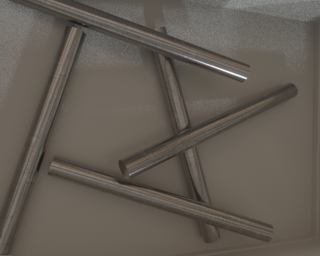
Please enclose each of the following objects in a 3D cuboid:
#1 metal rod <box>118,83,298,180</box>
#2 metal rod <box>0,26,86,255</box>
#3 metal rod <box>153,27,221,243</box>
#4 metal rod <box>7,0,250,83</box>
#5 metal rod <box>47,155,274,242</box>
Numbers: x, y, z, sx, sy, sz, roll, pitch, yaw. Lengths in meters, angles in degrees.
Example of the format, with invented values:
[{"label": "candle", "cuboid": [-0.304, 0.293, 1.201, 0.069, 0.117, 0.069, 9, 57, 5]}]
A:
[{"label": "metal rod", "cuboid": [0.083, -0.006, 0.421, 0.302, 0.025, 0.025, -23, 98, -27]}, {"label": "metal rod", "cuboid": [-0.145, 0.025, 0.357, 0.025, 0.025, 0.299, 19, 84, -20]}, {"label": "metal rod", "cuboid": [0.034, 0.014, 0.424, 0.025, 0.025, 0.298, -17, 96, -20]}, {"label": "metal rod", "cuboid": [-0.029, -0.114, 0.378, 0.302, 0.025, 0.025, 17, 84, -12]}, {"label": "metal rod", "cuboid": [0.011, 0.094, 0.396, 0.302, 0.025, 0.025, 20, 83, -12]}]
